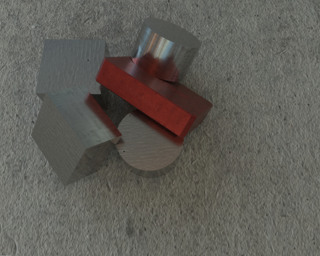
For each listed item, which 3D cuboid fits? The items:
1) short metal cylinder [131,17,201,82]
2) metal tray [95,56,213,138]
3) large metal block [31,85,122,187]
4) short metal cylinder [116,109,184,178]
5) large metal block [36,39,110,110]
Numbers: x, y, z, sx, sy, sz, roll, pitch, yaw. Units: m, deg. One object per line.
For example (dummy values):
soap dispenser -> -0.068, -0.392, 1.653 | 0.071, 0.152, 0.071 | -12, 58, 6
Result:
short metal cylinder -> 0.007, -0.105, 0.414 | 0.080, 0.050, 0.080 | 19, 33, -12
metal tray -> -0.004, -0.045, 0.393 | 0.130, 0.090, 0.030 | 34, 113, 11
large metal block -> -0.102, 0.009, 0.369 | 0.050, 0.080, 0.080 | -22, 68, -46
short metal cylinder -> -0.012, 0.019, 0.390 | 0.081, 0.050, 0.080 | 0, 70, 0
large metal block -> -0.113, -0.071, 0.419 | 0.080, 0.050, 0.080 | 1, 70, 0
